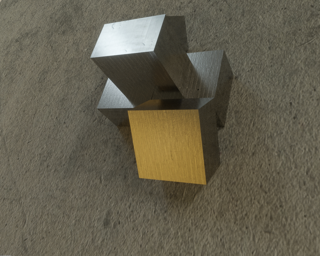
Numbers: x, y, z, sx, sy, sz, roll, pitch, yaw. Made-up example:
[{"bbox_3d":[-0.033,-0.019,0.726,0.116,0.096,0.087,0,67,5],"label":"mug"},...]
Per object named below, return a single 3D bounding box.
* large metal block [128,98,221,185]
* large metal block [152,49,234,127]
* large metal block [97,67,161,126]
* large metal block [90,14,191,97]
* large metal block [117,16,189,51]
[{"bbox_3d":[0.018,0.012,0.344,0.080,0.079,0.050,1,18,28],"label":"large metal block"},{"bbox_3d":[0.042,-0.048,0.394,0.080,0.050,0.080,1,62,28],"label":"large metal block"},{"bbox_3d":[-0.029,-0.049,0.431,0.080,0.050,0.080,1,62,28],"label":"large metal block"},{"bbox_3d":[-0.019,-0.080,0.364,0.080,0.080,0.050,1,63,28],"label":"large metal block"},{"bbox_3d":[-0.014,-0.130,0.448,0.080,0.050,0.080,0,18,28],"label":"large metal block"}]
